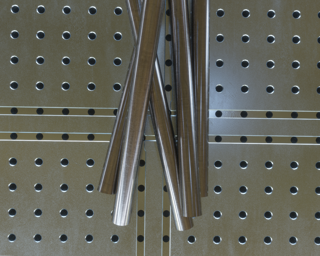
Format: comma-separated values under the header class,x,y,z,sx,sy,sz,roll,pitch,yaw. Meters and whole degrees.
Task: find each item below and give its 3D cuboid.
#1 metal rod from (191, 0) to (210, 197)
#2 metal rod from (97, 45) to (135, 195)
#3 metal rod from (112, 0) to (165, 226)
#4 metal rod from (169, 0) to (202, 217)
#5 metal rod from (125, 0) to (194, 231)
class,x,y,z,sx,sy,sz,roll,pitch,yaw
metal rod,0.053,-0.059,0.414,0.025,0.025,0.298,1,90,-1
metal rod,-0.034,-0.060,0.412,0.025,0.025,0.298,14,90,-1
metal rod,-0.028,-0.019,0.378,0.025,0.025,0.298,9,104,-1
metal rod,0.032,-0.040,0.399,0.025,0.025,0.298,-3,84,-1
metal rod,0.001,-0.013,0.397,0.025,0.025,0.298,-12,96,0
